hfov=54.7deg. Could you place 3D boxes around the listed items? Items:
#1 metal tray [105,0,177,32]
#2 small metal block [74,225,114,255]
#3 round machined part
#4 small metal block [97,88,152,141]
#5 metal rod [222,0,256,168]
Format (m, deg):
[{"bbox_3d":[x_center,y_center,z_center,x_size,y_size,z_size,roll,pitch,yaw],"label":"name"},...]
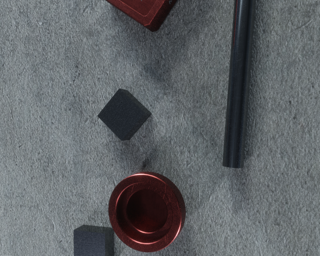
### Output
[{"bbox_3d":[-0.009,-0.207,0.408,0.090,0.030,0.129,38,102,15],"label":"metal tray"},{"bbox_3d":[-0.094,0.169,0.441,0.050,0.025,0.050,-1,90,19],"label":"small metal block"},{"bbox_3d":[-0.014,0.106,0.404,0.098,0.042,0.097,0,90,19],"label":"round machined part"},{"bbox_3d":[-0.049,-0.018,0.425,0.050,0.025,0.050,44,103,14],"label":"small metal block"},{"bbox_3d":[0.099,-0.102,0.373,0.025,0.025,0.298,4,91,19],"label":"metal rod"}]
